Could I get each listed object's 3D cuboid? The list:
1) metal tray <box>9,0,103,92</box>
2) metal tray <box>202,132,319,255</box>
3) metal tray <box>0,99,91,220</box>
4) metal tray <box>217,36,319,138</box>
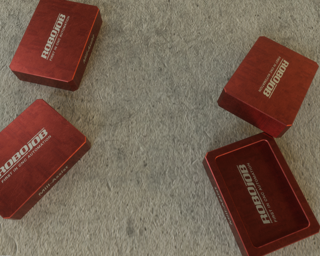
[{"bbox_3d":[-0.147,-0.124,0.450,0.090,0.030,0.130,13,70,4],"label":"metal tray"},{"bbox_3d":[0.118,0.078,0.377,0.091,0.030,0.130,-19,71,-7],"label":"metal tray"},{"bbox_3d":[-0.165,0.037,0.391,0.090,0.030,0.130,39,74,13],"label":"metal tray"},{"bbox_3d":[0.145,-0.059,0.411,0.090,0.030,0.130,31,58,10],"label":"metal tray"}]
